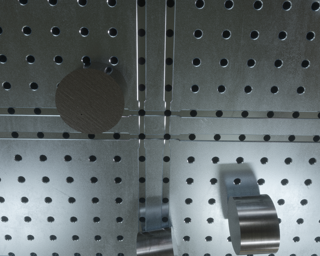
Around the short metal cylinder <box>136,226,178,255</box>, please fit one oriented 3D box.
[{"bbox_3d":[-0.001,0.190,0.454,0.050,0.080,0.079,-11,110,3],"label":"short metal cylinder"}]

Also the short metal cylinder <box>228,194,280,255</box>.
[{"bbox_3d":[0.129,0.135,0.436,0.050,0.080,0.079,-3,110,1],"label":"short metal cylinder"}]

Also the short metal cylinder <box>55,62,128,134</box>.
[{"bbox_3d":[-0.082,-0.038,0.385,0.081,0.050,0.079,0,110,-1],"label":"short metal cylinder"}]
